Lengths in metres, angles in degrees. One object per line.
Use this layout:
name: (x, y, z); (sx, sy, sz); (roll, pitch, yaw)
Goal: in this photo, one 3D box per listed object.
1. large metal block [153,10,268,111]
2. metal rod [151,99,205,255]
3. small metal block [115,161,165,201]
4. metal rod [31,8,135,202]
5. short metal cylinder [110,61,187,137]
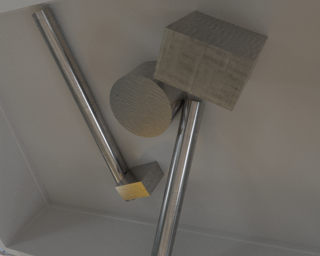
large metal block: (0.051, -0.070, 0.302); (0.080, 0.080, 0.050); (25, 127, 12)
metal rod: (0.011, 0.113, 0.383); (0.025, 0.025, 0.298); (14, 96, 20)
small metal block: (-0.029, 0.077, 0.454); (0.050, 0.050, 0.025); (-18, 109, 35)
metal rod: (-0.098, -0.019, 0.446); (0.025, 0.025, 0.299); (-9, 114, 32)
short metal cylinder: (-0.013, -0.035, 0.376); (0.080, 0.050, 0.079); (13, 124, 20)
